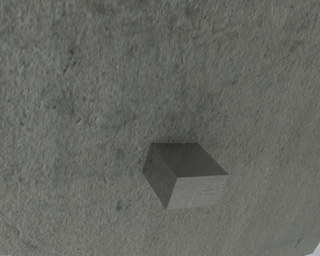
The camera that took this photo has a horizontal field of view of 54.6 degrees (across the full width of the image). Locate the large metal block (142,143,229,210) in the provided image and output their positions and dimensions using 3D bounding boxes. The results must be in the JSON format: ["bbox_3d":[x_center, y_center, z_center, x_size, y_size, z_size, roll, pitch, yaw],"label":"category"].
[{"bbox_3d":[0.032,0.063,0.427,0.081,0.080,0.050,2,117,-30],"label":"large metal block"}]
